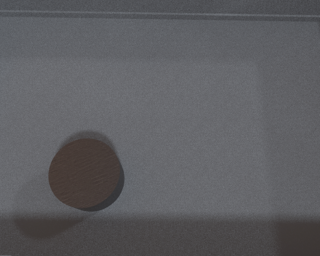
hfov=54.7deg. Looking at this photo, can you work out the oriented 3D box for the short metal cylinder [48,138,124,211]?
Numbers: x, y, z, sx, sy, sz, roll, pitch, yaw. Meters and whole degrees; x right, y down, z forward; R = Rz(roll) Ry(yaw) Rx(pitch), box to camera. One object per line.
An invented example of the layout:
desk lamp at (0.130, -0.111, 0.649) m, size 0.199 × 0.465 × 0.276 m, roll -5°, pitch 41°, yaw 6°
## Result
short metal cylinder at (-0.086, 0.058, 0.374) m, size 0.081 × 0.050 × 0.080 m, roll 0°, pitch 70°, yaw 0°
